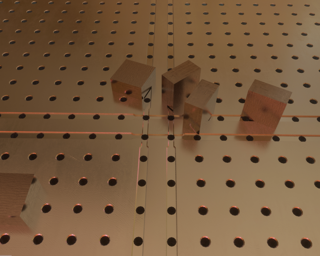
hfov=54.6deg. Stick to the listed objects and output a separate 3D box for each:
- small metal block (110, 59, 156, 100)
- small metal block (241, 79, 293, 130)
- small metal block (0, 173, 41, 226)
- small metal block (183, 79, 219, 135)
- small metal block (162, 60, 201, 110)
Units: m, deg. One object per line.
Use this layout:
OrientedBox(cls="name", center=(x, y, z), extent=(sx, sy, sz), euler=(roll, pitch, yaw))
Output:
OrientedBox(cls="small metal block", center=(-0.040, -0.074, 0.470), extent=(0.050, 0.025, 0.050), euler=(18, 52, 15))
OrientedBox(cls="small metal block", center=(0.143, -0.032, 0.419), extent=(0.050, 0.050, 0.025), euler=(24, 54, 19))
OrientedBox(cls="small metal block", center=(-0.167, 0.078, 0.342), extent=(0.050, 0.025, 0.050), euler=(2, 50, 1))
OrientedBox(cls="small metal block", center=(0.054, -0.028, 0.416), extent=(0.025, 0.050, 0.050), euler=(24, 54, 19))
OrientedBox(cls="small metal block", center=(0.030, -0.061, 0.443), extent=(0.050, 0.050, 0.025), euler=(-33, 57, -24))
